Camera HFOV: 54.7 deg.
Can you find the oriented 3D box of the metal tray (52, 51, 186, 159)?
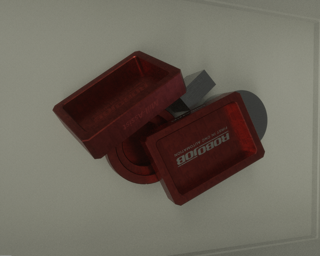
[{"bbox_3d":[-0.046,-0.033,0.356,0.131,0.090,0.030,-38,135,-17],"label":"metal tray"}]

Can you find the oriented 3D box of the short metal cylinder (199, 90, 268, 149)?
[{"bbox_3d":[0.101,-0.011,0.434,0.081,0.050,0.079,0,90,-21],"label":"short metal cylinder"}]

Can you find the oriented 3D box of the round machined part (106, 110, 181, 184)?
[{"bbox_3d":[-0.023,0.019,0.394,0.099,0.042,0.097,0,90,-21],"label":"round machined part"}]

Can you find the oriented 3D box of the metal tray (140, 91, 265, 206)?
[{"bbox_3d":[0.053,0.022,0.376,0.131,0.030,0.090,-27,99,-14],"label":"metal tray"}]

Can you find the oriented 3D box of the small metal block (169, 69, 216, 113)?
[{"bbox_3d":[0.038,-0.048,0.410,0.050,0.050,0.025,-45,105,-16],"label":"small metal block"}]
